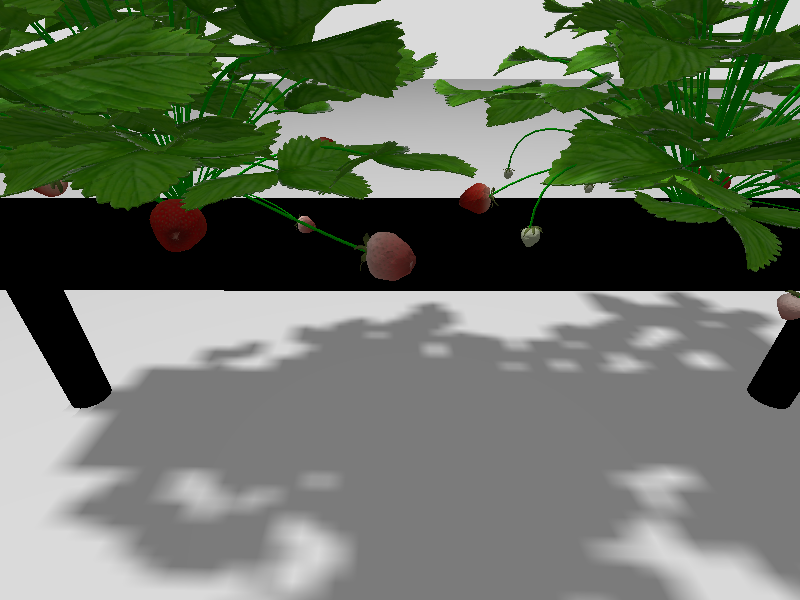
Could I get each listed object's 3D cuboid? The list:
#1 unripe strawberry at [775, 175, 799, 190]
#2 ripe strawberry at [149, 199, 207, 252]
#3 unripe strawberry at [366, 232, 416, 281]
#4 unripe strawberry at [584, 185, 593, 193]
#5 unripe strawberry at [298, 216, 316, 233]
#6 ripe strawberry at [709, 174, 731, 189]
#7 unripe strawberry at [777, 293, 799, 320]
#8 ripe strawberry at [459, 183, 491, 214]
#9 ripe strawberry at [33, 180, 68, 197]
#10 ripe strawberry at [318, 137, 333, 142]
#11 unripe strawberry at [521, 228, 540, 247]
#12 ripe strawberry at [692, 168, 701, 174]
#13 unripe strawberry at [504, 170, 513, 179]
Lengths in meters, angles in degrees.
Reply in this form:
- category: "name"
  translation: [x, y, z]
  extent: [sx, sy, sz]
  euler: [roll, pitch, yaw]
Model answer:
- category: "unripe strawberry"
  translation: [0.438, -0.141, 0.441]
  extent: [0.035, 0.036, 0.032]
  euler: [-16, 34, -26]
- category: "ripe strawberry"
  translation: [-0.163, -0.053, 0.296]
  extent: [0.037, 0.039, 0.040]
  euler: [-11, 33, -18]
- category: "unripe strawberry"
  translation: [-0.006, -0.026, 0.251]
  extent: [0.031, 0.032, 0.029]
  euler: [19, 35, 28]
- category: "unripe strawberry"
  translation: [0.204, -0.120, 0.433]
  extent: [0.009, 0.010, 0.010]
  euler: [-19, 35, -29]
- category: "unripe strawberry"
  translation: [-0.076, -0.061, 0.328]
  extent: [0.014, 0.015, 0.013]
  euler: [21, 34, 8]
- category: "ripe strawberry"
  translation: [0.340, -0.124, 0.427]
  extent: [0.020, 0.023, 0.022]
  euler: [27, 39, 37]
- category: "unripe strawberry"
  translation: [0.214, 0.004, 0.219]
  extent: [0.014, 0.015, 0.015]
  euler: [8, 32, 14]
- category: "ripe strawberry"
  translation: [0.070, -0.094, 0.373]
  extent: [0.030, 0.029, 0.027]
  euler: [-5, 30, 10]
- category: "ripe strawberry"
  translation: [-0.369, -0.127, 0.417]
  extent: [0.037, 0.038, 0.034]
  euler: [2, 29, 24]
- category: "ripe strawberry"
  translation: [-0.095, -0.190, 0.520]
  extent: [0.036, 0.041, 0.040]
  euler: [14, 33, 22]
- category: "unripe strawberry"
  translation: [0.101, -0.048, 0.308]
  extent: [0.015, 0.015, 0.014]
  euler: [-11, 32, -18]
- category: "ripe strawberry"
  translation: [0.342, -0.145, 0.466]
  extent: [0.021, 0.019, 0.019]
  euler: [18, 13, 28]
- category: "unripe strawberry"
  translation: [0.124, -0.145, 0.460]
  extent: [0.010, 0.011, 0.011]
  euler: [24, 38, 35]
